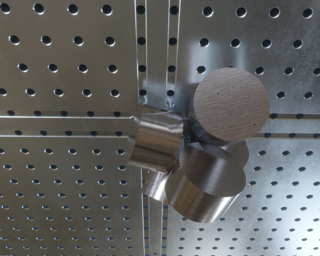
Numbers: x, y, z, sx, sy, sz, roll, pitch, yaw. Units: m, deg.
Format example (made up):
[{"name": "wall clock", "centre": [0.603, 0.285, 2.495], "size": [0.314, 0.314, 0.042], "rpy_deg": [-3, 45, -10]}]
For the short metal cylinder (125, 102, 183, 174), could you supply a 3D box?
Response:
[{"name": "short metal cylinder", "centre": [-0.009, 0.013, 0.386], "size": [0.050, 0.080, 0.079], "rpy_deg": [15, 129, -12]}]

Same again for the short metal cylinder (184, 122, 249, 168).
[{"name": "short metal cylinder", "centre": [0.073, 0.023, 0.414], "size": [0.081, 0.050, 0.079], "rpy_deg": [0, 129, 0]}]

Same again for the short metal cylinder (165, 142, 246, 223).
[{"name": "short metal cylinder", "centre": [0.052, 0.062, 0.362], "size": [0.081, 0.080, 0.050], "rpy_deg": [13, 129, -11]}]

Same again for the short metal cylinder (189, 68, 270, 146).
[{"name": "short metal cylinder", "centre": [0.075, -0.021, 0.349], "size": [0.081, 0.080, 0.050], "rpy_deg": [2, 170, -2]}]

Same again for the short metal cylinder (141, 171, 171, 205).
[{"name": "short metal cylinder", "centre": [0.019, 0.083, 0.439], "size": [0.080, 0.050, 0.080], "rpy_deg": [22, 168, 5]}]
